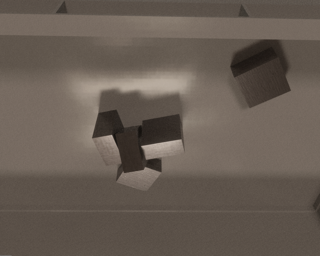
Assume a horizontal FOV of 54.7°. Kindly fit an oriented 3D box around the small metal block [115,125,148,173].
[{"bbox_3d":[-0.035,0.026,0.401,0.025,0.050,0.050,-10,98,6],"label":"small metal block"}]

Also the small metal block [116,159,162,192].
[{"bbox_3d":[-0.032,0.064,0.464,0.050,0.025,0.050,22,127,-18],"label":"small metal block"}]

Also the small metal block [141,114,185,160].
[{"bbox_3d":[0.004,0.011,0.402,0.050,0.050,0.025,-10,130,8],"label":"small metal block"}]

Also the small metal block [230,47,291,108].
[{"bbox_3d":[0.117,-0.058,0.362,0.050,0.025,0.050,-24,126,19],"label":"small metal block"}]

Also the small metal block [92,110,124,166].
[{"bbox_3d":[-0.063,0.013,0.403,0.025,0.050,0.050,-10,130,9],"label":"small metal block"}]
